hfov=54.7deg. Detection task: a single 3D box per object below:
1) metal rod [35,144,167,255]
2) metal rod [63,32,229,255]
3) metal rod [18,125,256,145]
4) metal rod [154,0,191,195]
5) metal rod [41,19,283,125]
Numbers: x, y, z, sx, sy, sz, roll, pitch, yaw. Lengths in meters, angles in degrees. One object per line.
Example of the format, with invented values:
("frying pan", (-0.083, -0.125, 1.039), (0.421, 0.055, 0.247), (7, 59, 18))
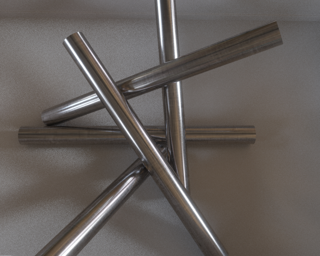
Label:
("metal rod", (-0.073, 0.094, 0.284), (0.025, 0.025, 0.302), (34, 37, 11))
("metal rod", (-0.014, 0.025, 0.350), (0.025, 0.025, 0.299), (-34, 93, -11))
("metal rod", (-0.029, 0.009, 0.405), (0.302, 0.025, 0.025), (0, 70, 0))
("metal rod", (0.013, -0.066, 0.372), (0.025, 0.025, 0.298), (-5, 94, -2))
("metal rod", (-0.017, -0.053, 0.357), (0.300, 0.025, 0.025), (-17, 69, 23))
